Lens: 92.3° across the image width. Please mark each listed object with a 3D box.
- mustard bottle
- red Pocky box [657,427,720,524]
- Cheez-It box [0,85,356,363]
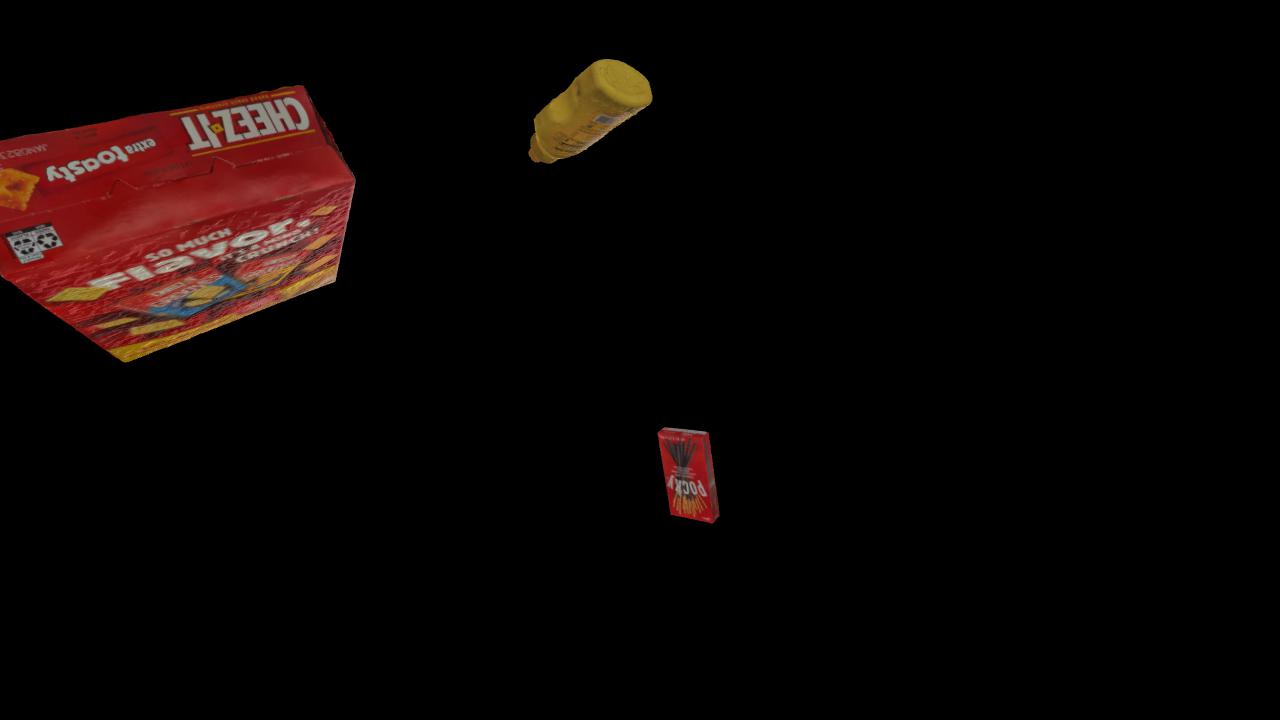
[{"bbox_3d":[-0.077,-0.286,0.742,0.184,0.054,0.092,-18,-1,45],"label":"mustard bottle"},{"bbox_3d":[0.079,0.186,0.993,0.083,0.155,0.028,2,20,32],"label":"red Pocky box"},{"bbox_3d":[-0.290,-0.079,0.406,0.166,0.071,0.223,-30,6,-29],"label":"Cheez-It box"}]
